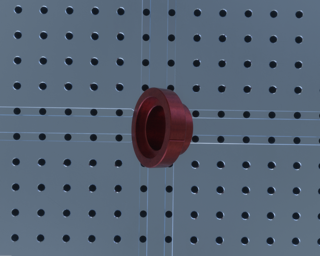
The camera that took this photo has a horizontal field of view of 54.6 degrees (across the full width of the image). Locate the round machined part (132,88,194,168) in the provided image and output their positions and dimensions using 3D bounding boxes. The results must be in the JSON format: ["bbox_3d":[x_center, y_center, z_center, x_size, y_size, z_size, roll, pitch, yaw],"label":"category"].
[{"bbox_3d":[0.005,0.000,0.386,0.042,0.098,0.097,3,90,-31],"label":"round machined part"}]
